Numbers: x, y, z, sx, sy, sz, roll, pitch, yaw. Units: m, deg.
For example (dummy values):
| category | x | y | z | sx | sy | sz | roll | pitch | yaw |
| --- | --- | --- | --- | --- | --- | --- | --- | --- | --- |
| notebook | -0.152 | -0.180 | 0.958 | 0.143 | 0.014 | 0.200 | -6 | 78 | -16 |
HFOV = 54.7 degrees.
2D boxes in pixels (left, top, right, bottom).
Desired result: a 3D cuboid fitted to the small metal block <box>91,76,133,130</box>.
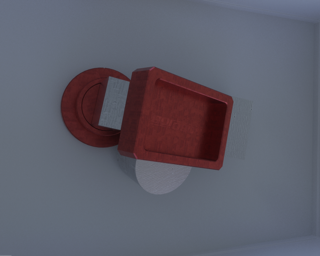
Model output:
| category | x | y | z | sx | sy | sz | roll | pitch | yaw |
| --- | --- | --- | --- | --- | --- | --- | --- | --- | --- |
| small metal block | -0.052 | -0.025 | 0.332 | 0.025 | 0.050 | 0.050 | 13 | 86 | -20 |

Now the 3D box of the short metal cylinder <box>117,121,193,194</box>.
| category | x | y | z | sx | sy | sz | roll | pitch | yaw |
| --- | --- | --- | --- | --- | --- | --- | --- | --- | --- |
| short metal cylinder | -0.006 | 0.035 | 0.382 | 0.081 | 0.050 | 0.079 | -9 | 108 | -30 |

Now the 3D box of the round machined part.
| category | x | y | z | sx | sy | sz | roll | pitch | yaw |
| --- | --- | --- | --- | --- | --- | --- | --- | --- | --- |
| round machined part | -0.068 | -0.025 | 0.375 | 0.099 | 0.042 | 0.097 | 0 | 90 | -21 |

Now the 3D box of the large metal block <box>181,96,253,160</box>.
| category | x | y | z | sx | sy | sz | roll | pitch | yaw |
| --- | --- | --- | --- | --- | --- | --- | --- | --- | --- |
| large metal block | 0.073 | -0.004 | 0.423 | 0.081 | 0.050 | 0.080 | 11 | 87 | -20 |

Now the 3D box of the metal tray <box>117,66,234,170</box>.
| category | x | y | z | sx | sy | sz | roll | pitch | yaw |
| --- | --- | --- | --- | --- | --- | --- | --- | --- | --- |
| metal tray | 0.023 | -0.005 | 0.341 | 0.131 | 0.030 | 0.090 | 13 | 86 | -39 |
